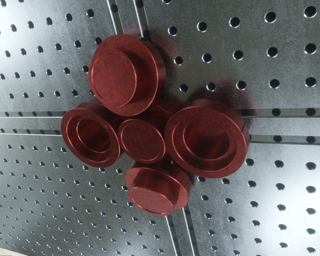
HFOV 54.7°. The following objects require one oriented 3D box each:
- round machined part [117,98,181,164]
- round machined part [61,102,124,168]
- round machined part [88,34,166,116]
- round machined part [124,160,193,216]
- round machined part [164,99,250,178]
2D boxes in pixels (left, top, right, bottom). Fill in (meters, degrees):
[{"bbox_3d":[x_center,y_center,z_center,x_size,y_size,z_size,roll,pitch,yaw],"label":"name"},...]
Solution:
[{"bbox_3d":[-0.016,0.009,0.411,0.098,0.042,0.097,13,124,20],"label":"round machined part"},{"bbox_3d":[-0.090,0.006,0.449,0.098,0.042,0.097,13,124,20],"label":"round machined part"},{"bbox_3d":[-0.046,-0.062,0.370,0.098,0.042,0.097,8,108,27],"label":"round machined part"},{"bbox_3d":[-0.006,0.089,0.442,0.098,0.042,0.097,15,139,14],"label":"round machined part"},{"bbox_3d":[0.059,0.009,0.374,0.098,0.042,0.097,13,124,20],"label":"round machined part"}]
